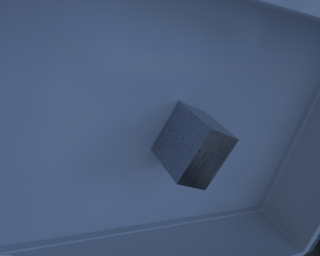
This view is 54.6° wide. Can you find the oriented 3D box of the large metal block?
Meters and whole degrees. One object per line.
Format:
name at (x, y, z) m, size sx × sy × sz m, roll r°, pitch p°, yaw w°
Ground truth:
large metal block at (0.042, 0.022, 0.409) m, size 0.050 × 0.080 × 0.080 m, roll 19°, pitch 108°, yaw -36°
